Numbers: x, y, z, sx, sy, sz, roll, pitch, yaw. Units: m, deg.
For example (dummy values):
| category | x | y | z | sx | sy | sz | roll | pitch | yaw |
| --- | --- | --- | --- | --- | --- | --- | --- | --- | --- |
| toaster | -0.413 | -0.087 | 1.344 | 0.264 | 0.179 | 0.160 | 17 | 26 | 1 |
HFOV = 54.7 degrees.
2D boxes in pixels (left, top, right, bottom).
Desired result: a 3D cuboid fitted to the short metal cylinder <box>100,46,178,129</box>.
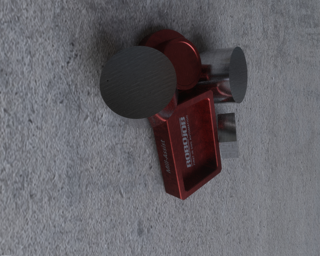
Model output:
| category | x | y | z | sx | sy | sz | roll | pitch | yaw |
| --- | --- | --- | --- | --- | --- | --- | --- | --- | --- |
| short metal cylinder | -0.021 | -0.043 | 0.344 | 0.050 | 0.080 | 0.080 | 67 | 35 | -77 |

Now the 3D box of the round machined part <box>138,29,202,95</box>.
| category | x | y | z | sx | sy | sz | roll | pitch | yaw |
| --- | --- | --- | --- | --- | --- | --- | --- | --- | --- |
| round machined part | 0.017 | -0.082 | 0.410 | 0.099 | 0.042 | 0.097 | 0 | 90 | -40 |

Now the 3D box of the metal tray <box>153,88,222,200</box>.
| category | x | y | z | sx | sy | sz | roll | pitch | yaw |
| --- | --- | --- | --- | --- | --- | --- | --- | --- | --- |
| metal tray | 0.039 | 0.020 | 0.421 | 0.091 | 0.030 | 0.129 | -28 | 117 | -37 |

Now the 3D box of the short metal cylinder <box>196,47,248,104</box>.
| category | x | y | z | sx | sy | sz | roll | pitch | yaw |
| --- | --- | --- | --- | --- | --- | --- | --- | --- | --- |
| short metal cylinder | 0.091 | -0.075 | 0.452 | 0.080 | 0.050 | 0.079 | -6 | 96 | -57 |

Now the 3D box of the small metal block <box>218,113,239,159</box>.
| category | x | y | z | sx | sy | sz | roll | pitch | yaw |
| --- | --- | --- | --- | --- | --- | --- | --- | --- | --- |
| small metal block | 0.104 | 0.012 | 0.470 | 0.050 | 0.025 | 0.050 | 64 | 25 | -53 |
